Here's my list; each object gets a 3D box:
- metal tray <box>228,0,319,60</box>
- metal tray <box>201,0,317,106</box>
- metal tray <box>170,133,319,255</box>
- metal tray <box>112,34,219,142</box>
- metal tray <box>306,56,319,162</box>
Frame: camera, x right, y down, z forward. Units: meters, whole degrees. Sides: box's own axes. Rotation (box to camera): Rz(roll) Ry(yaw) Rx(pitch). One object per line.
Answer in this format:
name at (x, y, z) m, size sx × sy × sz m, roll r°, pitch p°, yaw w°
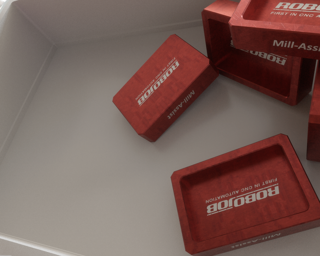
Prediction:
metal tray at (0.139, -0.105, 0.272) m, size 0.130 × 0.030 × 0.090 m, roll 18°, pitch 68°, yaw 31°
metal tray at (0.110, -0.089, 0.357) m, size 0.030 × 0.090 × 0.130 m, roll -40°, pitch 49°, yaw -19°
metal tray at (0.082, 0.070, 0.316) m, size 0.130 × 0.030 × 0.090 m, roll -22°, pitch 53°, yaw 15°
metal tray at (0.004, -0.056, 0.423) m, size 0.130 × 0.030 × 0.090 m, roll -46°, pitch 51°, yaw 6°
metal tray at (0.168, -0.041, 0.299) m, size 0.030 × 0.090 × 0.130 m, roll 8°, pitch 66°, yaw 27°
